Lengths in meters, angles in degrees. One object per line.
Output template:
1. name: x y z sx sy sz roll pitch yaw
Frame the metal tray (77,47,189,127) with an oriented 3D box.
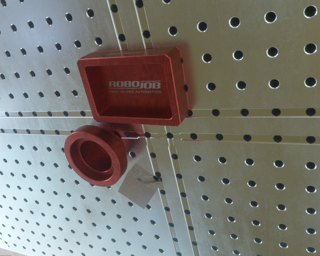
1. metal tray: -0.034 -0.051 0.392 0.130 0.030 0.089 3 120 26

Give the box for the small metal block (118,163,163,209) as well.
1. small metal block: -0.031 0.091 0.483 0.050 0.025 0.050 33 129 6

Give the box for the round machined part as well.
1. round machined part: -0.092 0.038 0.470 0.098 0.042 0.097 13 124 20
